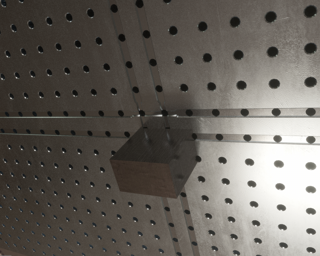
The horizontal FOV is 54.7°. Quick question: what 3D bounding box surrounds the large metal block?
[{"bbox_3d":[-0.005,0.042,0.403,0.080,0.080,0.050,1,119,27],"label":"large metal block"}]
